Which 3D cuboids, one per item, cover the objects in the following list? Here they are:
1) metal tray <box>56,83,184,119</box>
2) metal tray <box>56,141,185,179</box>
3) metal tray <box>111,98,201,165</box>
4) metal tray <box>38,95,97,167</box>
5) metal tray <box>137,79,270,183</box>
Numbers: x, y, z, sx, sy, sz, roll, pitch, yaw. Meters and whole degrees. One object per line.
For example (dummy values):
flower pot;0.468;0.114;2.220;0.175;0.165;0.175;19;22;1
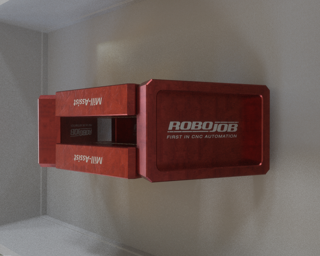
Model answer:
metal tray;-0.048;-0.027;0.362;0.130;0.091;0.030;1;90;40
metal tray;-0.048;0.033;0.363;0.130;0.091;0.030;0;90;39
metal tray;-0.009;0.003;0.410;0.130;0.030;0.089;0;90;39
metal tray;-0.126;0.003;0.443;0.030;0.130;0.089;0;91;8
metal tray;0.044;0.002;0.301;0.030;0.131;0.089;-179;88;-69
